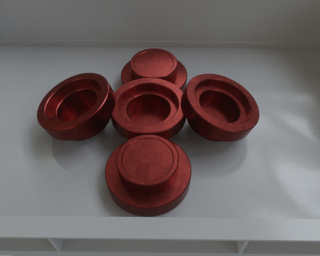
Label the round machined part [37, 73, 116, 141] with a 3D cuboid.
[{"bbox_3d":[-0.102,-0.023,0.400,0.098,0.042,0.098,-11,48,13],"label":"round machined part"}]

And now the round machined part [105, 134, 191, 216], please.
[{"bbox_3d":[-0.013,0.046,0.353,0.099,0.042,0.098,0,50,0],"label":"round machined part"}]

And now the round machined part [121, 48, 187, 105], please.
[{"bbox_3d":[-0.009,-0.081,0.460,0.099,0.042,0.098,0,50,0],"label":"round machined part"}]

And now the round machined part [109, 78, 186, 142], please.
[{"bbox_3d":[-0.015,-0.018,0.406,0.099,0.042,0.098,0,50,0],"label":"round machined part"}]

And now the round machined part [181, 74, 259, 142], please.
[{"bbox_3d":[0.073,-0.021,0.399,0.099,0.042,0.098,11,49,-13],"label":"round machined part"}]
